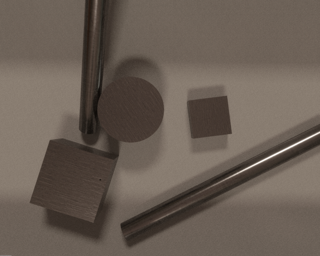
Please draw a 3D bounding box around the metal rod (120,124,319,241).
[{"bbox_3d":[0.088,0.071,0.412,0.301,0.025,0.025,-26,90,-1],"label":"metal rod"}]

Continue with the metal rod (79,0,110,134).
[{"bbox_3d":[-0.068,-0.121,0.331,0.025,0.025,0.298,12,123,-1],"label":"metal rod"}]

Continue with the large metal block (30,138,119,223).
[{"bbox_3d":[-0.106,0.064,0.398,0.080,0.050,0.080,18,90,-1],"label":"large metal block"}]

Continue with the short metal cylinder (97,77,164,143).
[{"bbox_3d":[-0.035,-0.022,0.398,0.081,0.050,0.079,0,90,-1],"label":"short metal cylinder"}]

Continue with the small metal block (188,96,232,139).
[{"bbox_3d":[0.065,-0.014,0.412,0.050,0.025,0.050,-7,90,-1],"label":"small metal block"}]
